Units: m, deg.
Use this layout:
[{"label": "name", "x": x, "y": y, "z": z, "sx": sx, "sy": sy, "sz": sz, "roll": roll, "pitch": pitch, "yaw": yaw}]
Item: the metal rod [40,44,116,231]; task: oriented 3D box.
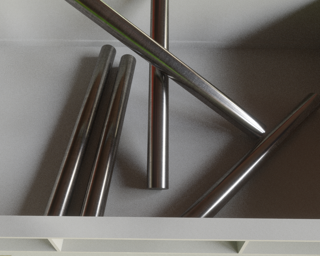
[{"label": "metal rod", "x": -0.098, "y": -0.013, "z": 0.414, "sx": 0.025, "sy": 0.025, "sz": 0.300, "roll": 4, "pitch": 50, "yaw": 3}]

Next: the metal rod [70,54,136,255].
[{"label": "metal rod", "x": -0.063, "y": 0.007, "z": 0.398, "sx": 0.025, "sy": 0.025, "sz": 0.300, "roll": 4, "pitch": 50, "yaw": 3}]

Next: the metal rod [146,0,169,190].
[{"label": "metal rod", "x": -0.001, "y": -0.074, "z": 0.395, "sx": 0.025, "sy": 0.025, "sz": 0.299, "roll": 1, "pitch": 72, "yaw": 0}]

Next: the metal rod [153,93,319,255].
[{"label": "metal rod", "x": 0.110, "y": 0.041, "z": 0.371, "sx": 0.302, "sy": 0.025, "sz": 0.025, "roll": -36, "pitch": 59, "yaw": -27}]

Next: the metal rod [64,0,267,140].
[{"label": "metal rod", "x": 0.009, "y": -0.078, "z": 0.371, "sx": 0.301, "sy": 0.025, "sz": 0.025, "roll": 35, "pitch": 52, "yaw": -13}]
